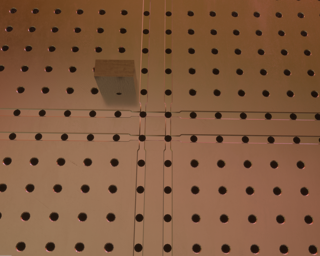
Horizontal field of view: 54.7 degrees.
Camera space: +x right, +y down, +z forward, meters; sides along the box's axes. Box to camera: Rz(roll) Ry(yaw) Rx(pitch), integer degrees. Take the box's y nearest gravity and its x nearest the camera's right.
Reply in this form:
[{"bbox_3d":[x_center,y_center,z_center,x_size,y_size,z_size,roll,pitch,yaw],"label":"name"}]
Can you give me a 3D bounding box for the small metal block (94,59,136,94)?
[{"bbox_3d":[-0.059,-0.069,0.423,0.050,0.050,0.025,1,70,0],"label":"small metal block"}]
